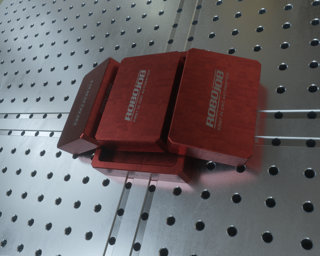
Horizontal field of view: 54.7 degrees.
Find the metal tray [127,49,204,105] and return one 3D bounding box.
[{"bbox_3d":[0.002,-0.061,0.440,0.130,0.030,0.090,1,62,28],"label":"metal tray"}]

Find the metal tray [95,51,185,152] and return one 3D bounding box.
[{"bbox_3d":[-0.021,-0.035,0.397,0.090,0.030,0.130,0,61,27],"label":"metal tray"}]

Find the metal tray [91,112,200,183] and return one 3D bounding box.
[{"bbox_3d":[-0.018,0.019,0.402,0.130,0.030,0.090,1,62,28],"label":"metal tray"}]

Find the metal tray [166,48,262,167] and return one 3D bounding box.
[{"bbox_3d":[0.065,-0.027,0.362,0.090,0.030,0.130,12,65,3],"label":"metal tray"}]

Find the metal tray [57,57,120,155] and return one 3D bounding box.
[{"bbox_3d":[-0.099,-0.031,0.451,0.090,0.030,0.130,-19,50,49],"label":"metal tray"}]
